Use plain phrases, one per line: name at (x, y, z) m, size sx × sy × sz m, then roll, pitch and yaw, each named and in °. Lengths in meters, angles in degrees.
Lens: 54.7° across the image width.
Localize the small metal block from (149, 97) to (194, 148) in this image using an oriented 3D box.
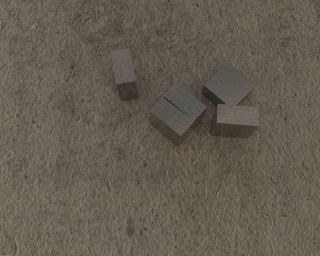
small metal block at (0.014, -0.006, 0.397) m, size 0.050 × 0.050 × 0.025 m, roll 39°, pitch 75°, yaw 13°

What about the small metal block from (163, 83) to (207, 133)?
small metal block at (0.031, -0.024, 0.404) m, size 0.050 × 0.050 × 0.025 m, roll 41°, pitch 75°, yaw 13°

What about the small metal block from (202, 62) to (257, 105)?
small metal block at (0.094, -0.054, 0.428) m, size 0.050 × 0.025 × 0.050 m, roll 43°, pitch 75°, yaw 14°

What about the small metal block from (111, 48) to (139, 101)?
small metal block at (-0.047, -0.072, 0.420) m, size 0.025 × 0.050 × 0.050 m, roll -10°, pitch 71°, yaw -4°

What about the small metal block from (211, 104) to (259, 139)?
small metal block at (0.094, -0.008, 0.398) m, size 0.050 × 0.050 × 0.025 m, roll 5°, pitch 70°, yaw 2°
